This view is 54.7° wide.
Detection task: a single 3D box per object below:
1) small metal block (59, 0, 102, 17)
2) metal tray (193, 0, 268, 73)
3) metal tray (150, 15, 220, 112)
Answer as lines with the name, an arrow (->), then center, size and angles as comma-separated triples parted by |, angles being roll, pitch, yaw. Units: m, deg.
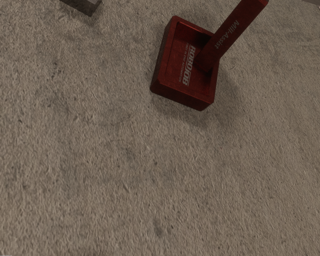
small metal block -> -0.115, -0.202, 0.466 | 0.050, 0.025, 0.050 | 27, 52, -12
metal tray -> 0.111, -0.153, 0.479 | 0.030, 0.129, 0.090 | 40, 34, -2
metal tray -> 0.043, -0.100, 0.473 | 0.091, 0.030, 0.130 | 20, 62, -16
